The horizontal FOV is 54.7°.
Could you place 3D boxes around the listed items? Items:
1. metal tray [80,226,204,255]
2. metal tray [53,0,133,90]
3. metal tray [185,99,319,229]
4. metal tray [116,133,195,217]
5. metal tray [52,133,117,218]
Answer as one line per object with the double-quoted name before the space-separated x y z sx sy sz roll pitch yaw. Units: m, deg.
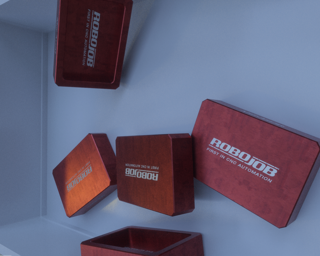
"metal tray" -0.023 0.151 0.383 0.130 0.091 0.030 -9 84 39
"metal tray" -0.094 -0.120 0.422 0.030 0.091 0.129 -126 42 -52
"metal tray" 0.091 0.031 0.328 0.130 0.030 0.089 27 107 36
"metal tray" -0.012 0.054 0.393 0.130 0.030 0.089 -5 87 54
"metal tray" -0.120 0.078 0.503 0.129 0.030 0.090 -40 66 32
